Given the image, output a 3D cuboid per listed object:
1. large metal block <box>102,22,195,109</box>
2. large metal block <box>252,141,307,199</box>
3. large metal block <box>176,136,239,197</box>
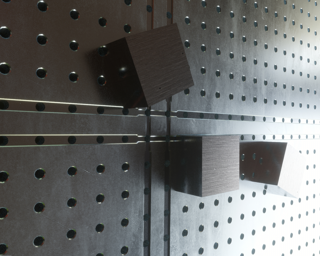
[{"bbox_3d":[-0.012,-0.076,0.381,0.081,0.050,0.080,-29,108,-36],"label":"large metal block"},{"bbox_3d":[0.225,0.078,0.579,0.080,0.050,0.080,31,71,-36],"label":"large metal block"},{"bbox_3d":[0.070,0.051,0.450,0.081,0.050,0.080,0,90,-40],"label":"large metal block"}]
